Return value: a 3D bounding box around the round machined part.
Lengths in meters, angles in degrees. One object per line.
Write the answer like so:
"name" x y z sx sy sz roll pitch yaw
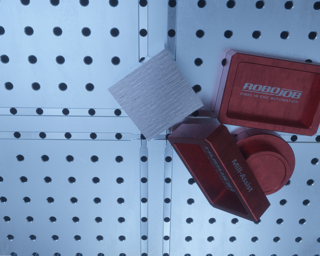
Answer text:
"round machined part" 0.137 0.053 0.425 0.099 0.042 0.097 0 110 0

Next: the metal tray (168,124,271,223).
"metal tray" 0.074 0.055 0.398 0.030 0.090 0.130 -41 109 -23

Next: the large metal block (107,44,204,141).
"large metal block" -0.005 -0.044 0.384 0.080 0.050 0.080 -33 107 11

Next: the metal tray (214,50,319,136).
"metal tray" 0.143 -0.044 0.395 0.131 0.030 0.089 8 110 -3
